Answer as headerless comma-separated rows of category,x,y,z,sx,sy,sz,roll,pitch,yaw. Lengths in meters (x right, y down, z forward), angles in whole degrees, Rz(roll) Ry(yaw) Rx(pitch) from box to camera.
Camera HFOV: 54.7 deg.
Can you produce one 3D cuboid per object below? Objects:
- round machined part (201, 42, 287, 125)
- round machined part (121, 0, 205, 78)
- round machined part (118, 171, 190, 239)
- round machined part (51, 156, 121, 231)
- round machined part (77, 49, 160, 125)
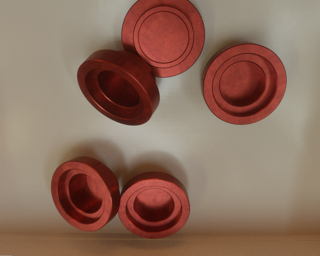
round machined part,0.099,-0.056,0.383,0.099,0.042,0.097,0,110,-1
round machined part,0.004,-0.107,0.363,0.099,0.042,0.097,0,110,-1
round machined part,-0.008,0.104,0.441,0.099,0.042,0.097,0,110,-1
round machined part,-0.095,0.085,0.419,0.098,0.042,0.097,6,104,24
round machined part,-0.044,-0.052,0.365,0.098,0.042,0.097,20,144,16
